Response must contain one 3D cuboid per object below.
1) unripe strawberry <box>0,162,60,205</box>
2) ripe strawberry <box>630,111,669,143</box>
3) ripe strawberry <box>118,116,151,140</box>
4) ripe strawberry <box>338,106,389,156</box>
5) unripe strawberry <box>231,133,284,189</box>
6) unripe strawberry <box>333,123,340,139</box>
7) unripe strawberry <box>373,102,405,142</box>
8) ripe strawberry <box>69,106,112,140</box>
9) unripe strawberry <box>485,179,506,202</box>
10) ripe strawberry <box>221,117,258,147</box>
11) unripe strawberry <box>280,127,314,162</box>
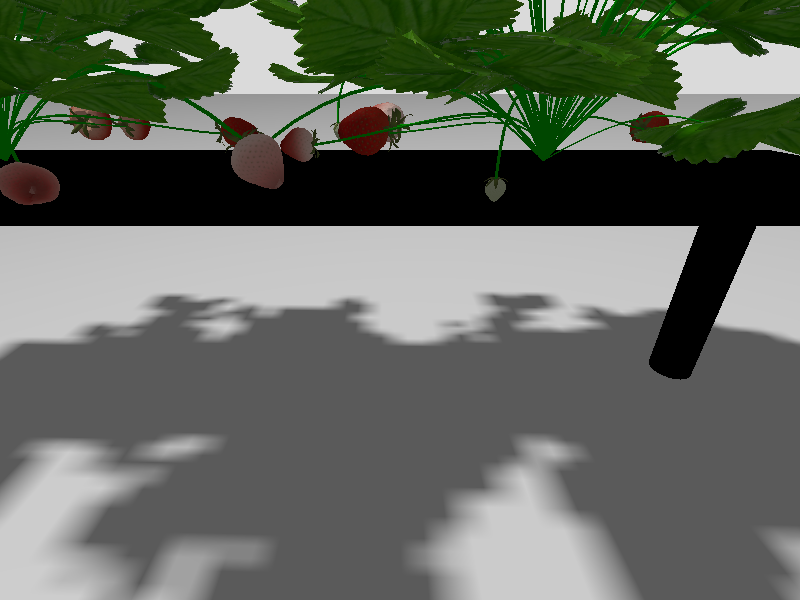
[{"bbox_3d":[-0.191,-0.060,0.207,0.024,0.021,0.024,-25,42,-38],"label":"unripe strawberry"},{"bbox_3d":[0.261,-0.180,0.417,0.036,0.031,0.036,-18,34,-31],"label":"ripe strawberry"},{"bbox_3d":[-0.299,-0.200,0.456,0.031,0.033,0.034,6,29,10],"label":"ripe strawberry"},{"bbox_3d":[-0.031,-0.146,0.347,0.045,0.038,0.044,4,29,9],"label":"ripe strawberry"},{"bbox_3d":[-0.086,-0.084,0.247,0.032,0.033,0.030,-35,9,34],"label":"unripe strawberry"},{"bbox_3d":[-0.064,-0.182,0.432,0.017,0.016,0.015,17,33,28],"label":"unripe strawberry"},{"bbox_3d":[-0.019,-0.182,0.413,0.045,0.038,0.045,18,34,31],"label":"unripe strawberry"},{"bbox_3d":[-0.350,-0.205,0.459,0.039,0.041,0.042,-4,28,-7],"label":"ripe strawberry"},{"bbox_3d":[0.050,-0.058,0.212,0.011,0.011,0.011,14,32,24],"label":"unripe strawberry"},{"bbox_3d":[-0.154,-0.161,0.385,0.032,0.028,0.032,-9,30,-18],"label":"ripe strawberry"},{"bbox_3d":[-0.082,-0.124,0.321,0.026,0.026,0.029,-2,29,-2],"label":"unripe strawberry"}]
